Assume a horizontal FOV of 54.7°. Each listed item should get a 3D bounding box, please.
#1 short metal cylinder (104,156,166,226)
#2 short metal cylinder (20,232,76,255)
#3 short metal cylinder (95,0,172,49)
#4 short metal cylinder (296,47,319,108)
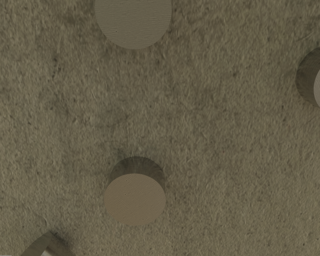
[{"bbox_3d":[-0.033,0.086,0.428,0.081,0.050,0.079,0,110,-1],"label":"short metal cylinder"},{"bbox_3d":[-0.172,0.202,0.453,0.080,0.080,0.050,-37,106,12],"label":"short metal cylinder"},{"bbox_3d":[-0.028,-0.132,0.348,0.081,0.050,0.079,0,110,-1],"label":"short metal cylinder"},{"bbox_3d":[0.216,-0.059,0.378,0.081,0.050,0.079,0,110,-1],"label":"short metal cylinder"}]
